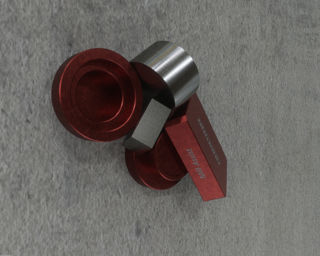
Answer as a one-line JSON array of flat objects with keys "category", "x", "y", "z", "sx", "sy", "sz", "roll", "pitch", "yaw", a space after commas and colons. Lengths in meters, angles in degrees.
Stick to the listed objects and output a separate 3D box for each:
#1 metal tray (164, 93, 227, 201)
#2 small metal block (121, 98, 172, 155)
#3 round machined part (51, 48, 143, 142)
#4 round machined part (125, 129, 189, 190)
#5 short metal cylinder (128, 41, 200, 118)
[{"category": "metal tray", "x": 0.053, "y": 0.022, "z": 0.421, "sx": 0.130, "sy": 0.030, "sz": 0.090, "roll": 61, "pitch": 24, "yaw": -22}, {"category": "small metal block", "x": -0.017, "y": 0.000, "z": 0.355, "sx": 0.025, "sy": 0.050, "sz": 0.050, "roll": 31, "pitch": 69, "yaw": -10}, {"category": "round machined part", "x": -0.070, "y": -0.034, "z": 0.338, "sx": 0.099, "sy": 0.042, "sz": 0.097, "roll": 0, "pitch": 90, "yaw": -40}, {"category": "round machined part", "x": 0.007, "y": 0.032, "z": 0.403, "sx": 0.099, "sy": 0.042, "sz": 0.097, "roll": 0, "pitch": 90, "yaw": -40}, {"category": "short metal cylinder", "x": 0.000, "y": -0.057, "z": 0.373, "sx": 0.050, "sy": 0.080, "sz": 0.080, "roll": -45, "pitch": 118, "yaw": -31}]
